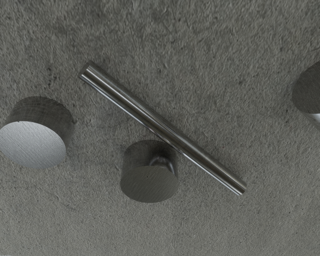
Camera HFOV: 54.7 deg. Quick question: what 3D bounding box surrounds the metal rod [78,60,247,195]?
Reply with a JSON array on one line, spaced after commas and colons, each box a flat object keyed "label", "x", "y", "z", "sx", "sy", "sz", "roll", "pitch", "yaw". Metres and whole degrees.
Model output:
[{"label": "metal rod", "x": 0.021, "y": 0.014, "z": 0.419, "sx": 0.025, "sy": 0.025, "sz": 0.301, "roll": -37, "pitch": 121, "yaw": 27}]

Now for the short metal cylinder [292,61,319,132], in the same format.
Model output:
[{"label": "short metal cylinder", "x": 0.198, "y": -0.035, "z": 0.343, "sx": 0.050, "sy": 0.080, "sz": 0.080, "roll": 36, "pitch": 121, "yaw": -27}]

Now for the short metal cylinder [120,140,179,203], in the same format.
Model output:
[{"label": "short metal cylinder", "x": -0.014, "y": 0.063, "z": 0.444, "sx": 0.081, "sy": 0.050, "sz": 0.079, "roll": 0, "pitch": 130, "yaw": 0}]

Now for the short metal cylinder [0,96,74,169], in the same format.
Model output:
[{"label": "short metal cylinder", "x": -0.155, "y": 0.007, "z": 0.395, "sx": 0.081, "sy": 0.050, "sz": 0.079, "roll": 0, "pitch": 130, "yaw": 0}]
